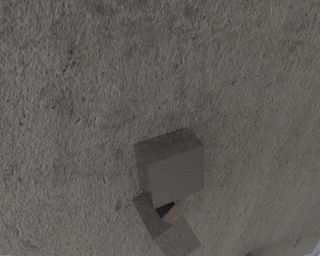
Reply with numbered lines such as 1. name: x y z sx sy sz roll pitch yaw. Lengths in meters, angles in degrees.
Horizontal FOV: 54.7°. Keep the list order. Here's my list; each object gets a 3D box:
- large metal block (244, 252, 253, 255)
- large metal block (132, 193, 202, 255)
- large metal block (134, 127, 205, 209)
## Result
1. large metal block: 0.213 0.346 0.702 0.050 0.080 0.080 -30 129 -9
2. large metal block: 0.010 0.141 0.464 0.050 0.080 0.080 -33 129 -7
3. large metal block: 0.014 0.055 0.432 0.081 0.050 0.079 -18 126 -18
